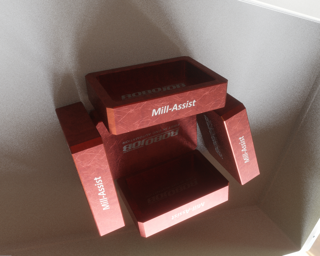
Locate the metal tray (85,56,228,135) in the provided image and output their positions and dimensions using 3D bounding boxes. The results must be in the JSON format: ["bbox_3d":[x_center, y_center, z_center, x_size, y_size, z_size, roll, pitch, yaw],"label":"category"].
[{"bbox_3d":[-0.005,-0.041,0.337,0.131,0.090,0.030,-15,125,-21],"label":"metal tray"}]

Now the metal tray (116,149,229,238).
[{"bbox_3d":[0.017,0.084,0.427,0.131,0.090,0.030,-19,126,-18],"label":"metal tray"}]

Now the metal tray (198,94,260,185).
[{"bbox_3d":[0.085,0.006,0.417,0.030,0.090,0.130,-31,129,-8],"label":"metal tray"}]

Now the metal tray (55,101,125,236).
[{"bbox_3d":[-0.078,0.046,0.351,0.030,0.090,0.129,-20,126,-17],"label":"metal tray"}]

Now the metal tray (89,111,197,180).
[{"bbox_3d":[-0.017,0.005,0.398,0.131,0.030,0.089,-18,126,-18],"label":"metal tray"}]
